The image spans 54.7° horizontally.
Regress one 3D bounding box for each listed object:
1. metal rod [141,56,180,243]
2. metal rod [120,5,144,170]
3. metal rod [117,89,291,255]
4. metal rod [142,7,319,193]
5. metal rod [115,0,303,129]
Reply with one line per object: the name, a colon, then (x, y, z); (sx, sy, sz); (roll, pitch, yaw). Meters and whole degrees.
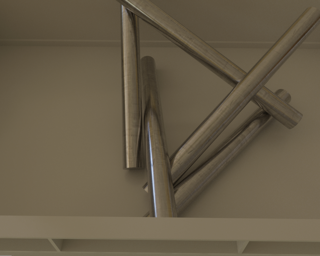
metal rod: (-0.008, -0.005, 0.380); (0.025, 0.025, 0.300); (-4, 41, -3)
metal rod: (-0.038, -0.096, 0.405); (0.025, 0.025, 0.299); (-2, 75, -2)
metal rod: (0.071, 0.038, 0.373); (0.025, 0.025, 0.302); (37, 59, 26)
metal rod: (0.091, -0.034, 0.367); (0.025, 0.025, 0.300); (39, 80, 28)
metal rod: (0.053, -0.098, 0.397); (0.301, 0.025, 0.025); (37, 56, 0)
